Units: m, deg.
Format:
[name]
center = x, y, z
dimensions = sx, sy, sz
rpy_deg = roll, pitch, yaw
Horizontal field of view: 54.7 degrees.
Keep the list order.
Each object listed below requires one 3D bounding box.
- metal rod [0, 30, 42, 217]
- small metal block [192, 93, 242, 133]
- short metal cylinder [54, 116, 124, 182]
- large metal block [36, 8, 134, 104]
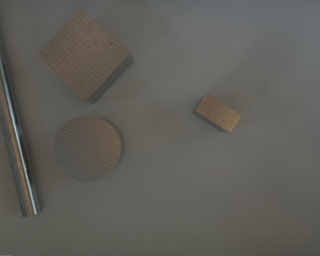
[metal rod]
center = -0.202, -0.032, 0.408
dimensions = 0.025, 0.025, 0.298
rpy_deg = -13, 90, 0
[small metal block]
center = 0.071, -0.018, 0.400
dimensions = 0.050, 0.050, 0.025
rpy_deg = 33, 90, -1
[short metal cylinder]
center = -0.088, 0.025, 0.398
dimensions = 0.081, 0.050, 0.079
rpy_deg = 0, 90, -1
[large metal block]
center = -0.092, -0.088, 0.398
dimensions = 0.080, 0.050, 0.080
rpy_deg = 42, 90, -1
